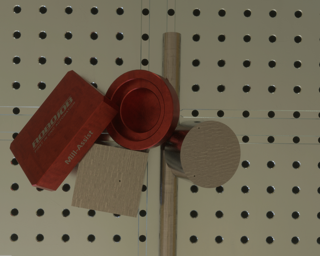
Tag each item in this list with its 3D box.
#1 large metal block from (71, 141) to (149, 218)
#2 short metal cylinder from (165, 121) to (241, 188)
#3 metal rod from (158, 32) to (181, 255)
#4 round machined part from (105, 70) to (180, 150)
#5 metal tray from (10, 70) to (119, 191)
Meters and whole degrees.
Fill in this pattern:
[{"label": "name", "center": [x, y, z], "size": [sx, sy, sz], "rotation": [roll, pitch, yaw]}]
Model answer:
[{"label": "large metal block", "center": [-0.061, 0.062, 0.400], "size": [0.080, 0.050, 0.080], "rotation": [10, 90, 0]}, {"label": "short metal cylinder", "center": [0.052, 0.031, 0.388], "size": [0.081, 0.050, 0.079], "rotation": [0, 90, -20]}, {"label": "metal rod", "center": [0.013, 0.024, 0.414], "size": [0.025, 0.025, 0.298], "rotation": [1, 90, 0]}, {"label": "round machined part", "center": [-0.020, -0.022, 0.392], "size": [0.098, 0.042, 0.097], "rotation": [0, 89, 25]}, {"label": "metal tray", "center": [-0.121, 0.001, 0.385], "size": [0.130, 0.030, 0.090], "rotation": [-52, 52, 0]}]
